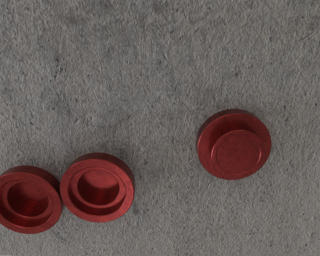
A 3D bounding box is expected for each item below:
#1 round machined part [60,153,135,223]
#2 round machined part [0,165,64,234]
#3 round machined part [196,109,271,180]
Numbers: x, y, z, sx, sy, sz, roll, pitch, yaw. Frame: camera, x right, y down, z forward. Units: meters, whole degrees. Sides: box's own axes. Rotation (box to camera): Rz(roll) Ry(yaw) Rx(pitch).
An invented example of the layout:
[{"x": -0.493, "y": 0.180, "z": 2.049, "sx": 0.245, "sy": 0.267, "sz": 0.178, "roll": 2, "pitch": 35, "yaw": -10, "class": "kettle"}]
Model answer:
[{"x": -0.083, "y": 0.078, "z": 0.429, "sx": 0.099, "sy": 0.042, "sz": 0.097, "roll": 0, "pitch": 110, "yaw": 0, "class": "round machined part"}, {"x": -0.181, "y": 0.095, "z": 0.434, "sx": 0.099, "sy": 0.042, "sz": 0.097, "roll": 0, "pitch": 110, "yaw": 0, "class": "round machined part"}, {"x": 0.099, "y": 0.027, "z": 0.411, "sx": 0.099, "sy": 0.042, "sz": 0.097, "roll": 0, "pitch": 110, "yaw": 0, "class": "round machined part"}]
